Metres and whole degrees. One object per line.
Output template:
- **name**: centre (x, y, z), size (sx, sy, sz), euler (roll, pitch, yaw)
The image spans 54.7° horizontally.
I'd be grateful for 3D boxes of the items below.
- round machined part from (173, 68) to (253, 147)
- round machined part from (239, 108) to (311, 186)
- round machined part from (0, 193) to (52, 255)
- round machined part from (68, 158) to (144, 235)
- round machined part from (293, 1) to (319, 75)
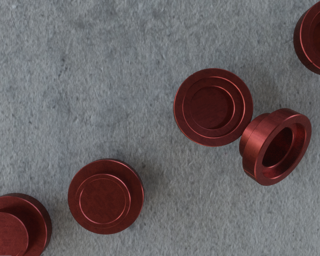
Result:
- **round machined part**: centre (0.066, -0.026, 0.402), size (0.099, 0.042, 0.097), euler (0, 90, -1)
- **round machined part**: centre (0.138, 0.020, 0.387), size (0.099, 0.042, 0.097), euler (-17, 124, -27)
- **round machined part**: centre (-0.196, 0.137, 0.399), size (0.099, 0.042, 0.097), euler (0, 90, -1)
- **round machined part**: centre (-0.071, 0.090, 0.401), size (0.099, 0.042, 0.097), euler (0, 90, -1)
- **round machined part**: centre (0.222, -0.115, 0.404), size (0.099, 0.042, 0.097), euler (0, 90, -1)
